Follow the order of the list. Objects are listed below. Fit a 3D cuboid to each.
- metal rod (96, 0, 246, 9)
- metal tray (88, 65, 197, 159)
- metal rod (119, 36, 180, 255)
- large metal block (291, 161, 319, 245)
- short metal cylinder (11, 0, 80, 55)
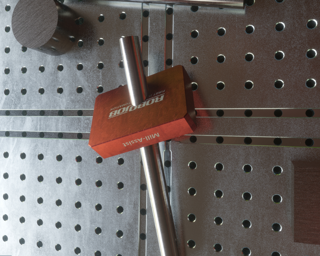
[{"bbox_3d":[-0.036,-0.185,0.424,0.301,0.025,0.025,11,94,19],"label":"metal rod"},{"bbox_3d":[-0.023,-0.021,0.392,0.130,0.030,0.090,-17,48,18],"label":"metal tray"},{"bbox_3d":[-0.011,0.035,0.395,0.025,0.025,0.298,-9,94,19],"label":"metal rod"},{"bbox_3d":[0.186,0.080,0.334,0.080,0.050,0.079,0,90,19],"label":"large metal block"},{"bbox_3d":[-0.168,-0.152,0.457,0.080,0.050,0.079,0,90,19],"label":"short metal cylinder"}]
